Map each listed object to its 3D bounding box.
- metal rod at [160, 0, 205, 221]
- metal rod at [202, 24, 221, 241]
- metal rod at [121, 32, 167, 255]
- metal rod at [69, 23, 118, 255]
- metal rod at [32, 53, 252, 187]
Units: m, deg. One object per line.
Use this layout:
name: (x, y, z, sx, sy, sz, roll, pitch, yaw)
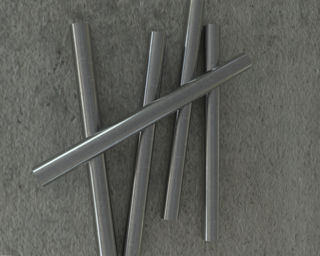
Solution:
metal rod: (0.031, -0.027, 0.421, 0.025, 0.025, 0.298, 8, 87, -20)
metal rod: (0.072, 0.006, 0.436, 0.025, 0.025, 0.298, 0, 90, -20)
metal rod: (-0.021, 0.025, 0.402, 0.025, 0.025, 0.298, 8, 87, -20)
metal rod: (-0.080, 0.025, 0.380, 0.025, 0.025, 0.298, -7, 93, -20)
metal rod: (-0.007, -0.019, 0.379, 0.302, 0.025, 0.025, -30, 100, -18)
